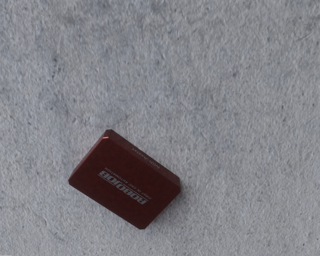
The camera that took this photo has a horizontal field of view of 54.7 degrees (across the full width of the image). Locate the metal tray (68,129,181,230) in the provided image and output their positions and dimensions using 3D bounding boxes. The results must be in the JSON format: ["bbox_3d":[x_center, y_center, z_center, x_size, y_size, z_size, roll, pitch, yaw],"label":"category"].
[{"bbox_3d":[-0.048,0.074,0.434,0.130,0.030,0.090,37,106,-13],"label":"metal tray"}]
